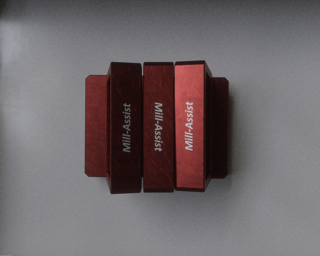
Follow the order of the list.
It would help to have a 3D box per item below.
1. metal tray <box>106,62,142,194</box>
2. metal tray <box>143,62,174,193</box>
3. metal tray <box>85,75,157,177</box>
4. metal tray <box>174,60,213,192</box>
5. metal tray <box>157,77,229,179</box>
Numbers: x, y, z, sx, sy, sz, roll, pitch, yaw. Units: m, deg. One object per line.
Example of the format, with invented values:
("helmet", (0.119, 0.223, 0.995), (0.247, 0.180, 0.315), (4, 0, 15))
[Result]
("metal tray", (-0.042, 0.000, 0.344), (0.030, 0.090, 0.129), (0, 90, -13))
("metal tray", (-0.001, 0.000, 0.346), (0.030, 0.090, 0.129), (0, 88, 0))
("metal tray", (-0.049, -0.002, 0.406), (0.091, 0.030, 0.129), (1, 90, 0))
("metal tray", (0.039, -0.002, 0.345), (0.030, 0.090, 0.129), (0, 90, 14))
("metal tray", (0.042, 0.000, 0.408), (0.091, 0.030, 0.129), (1, 90, 0))
